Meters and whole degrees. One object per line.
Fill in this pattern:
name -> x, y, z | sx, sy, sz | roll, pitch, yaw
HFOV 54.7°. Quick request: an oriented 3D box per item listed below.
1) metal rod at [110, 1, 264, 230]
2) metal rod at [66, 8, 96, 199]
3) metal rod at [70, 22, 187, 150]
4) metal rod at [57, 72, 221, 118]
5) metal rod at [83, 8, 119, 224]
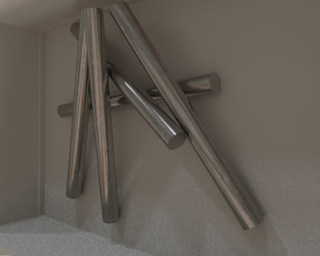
metal rod -> 0.023, -0.024, 0.357 | 0.025, 0.025, 0.299 | -39, 75, 33
metal rod -> -0.120, -0.023, 0.471 | 0.025, 0.025, 0.298 | 28, 117, 36
metal rod -> -0.060, -0.076, 0.428 | 0.300, 0.025, 0.025 | 49, 119, 37
metal rod -> -0.053, -0.040, 0.447 | 0.300, 0.025, 0.025 | -5, 87, 39
metal rod -> -0.079, -0.007, 0.430 | 0.025, 0.025, 0.298 | 9, 108, 39
